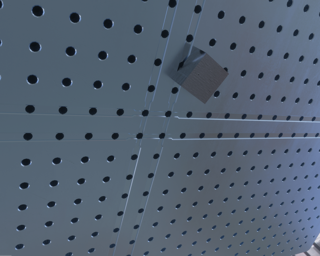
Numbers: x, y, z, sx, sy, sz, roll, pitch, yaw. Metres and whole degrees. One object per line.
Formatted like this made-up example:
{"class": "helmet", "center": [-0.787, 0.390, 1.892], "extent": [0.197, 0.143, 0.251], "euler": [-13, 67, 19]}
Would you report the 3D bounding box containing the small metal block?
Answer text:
{"class": "small metal block", "center": [0.052, -0.067, 0.400], "extent": [0.050, 0.025, 0.050], "euler": [31, 101, -38]}
